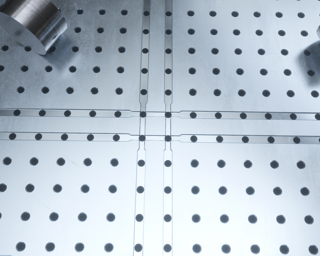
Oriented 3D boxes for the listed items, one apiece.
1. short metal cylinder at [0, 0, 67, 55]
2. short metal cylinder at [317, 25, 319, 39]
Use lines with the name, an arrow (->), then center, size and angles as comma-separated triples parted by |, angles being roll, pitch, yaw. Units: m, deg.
short metal cylinder -> -0.180, -0.150, 0.435 | 0.080, 0.080, 0.050 | 29, 73, 9
short metal cylinder -> 0.272, -0.134, 0.435 | 0.081, 0.080, 0.050 | -15, 71, -6
